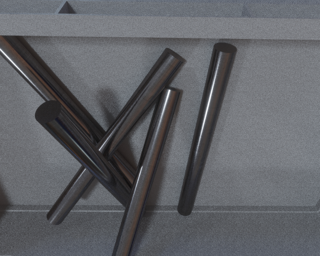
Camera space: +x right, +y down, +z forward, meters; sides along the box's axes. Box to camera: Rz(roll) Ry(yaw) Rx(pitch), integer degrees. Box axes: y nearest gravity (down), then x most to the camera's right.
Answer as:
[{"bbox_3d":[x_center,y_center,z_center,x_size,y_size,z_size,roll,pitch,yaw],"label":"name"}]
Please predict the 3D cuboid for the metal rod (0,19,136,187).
[{"bbox_3d":[-0.107,-0.011,0.398,0.025,0.025,0.300,-23,127,18],"label":"metal rod"}]

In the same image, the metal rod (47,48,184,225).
[{"bbox_3d":[-0.070,0.026,0.400,0.025,0.025,0.299,29,115,-22],"label":"metal rod"}]

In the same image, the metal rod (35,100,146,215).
[{"bbox_3d":[-0.067,0.062,0.399,0.025,0.025,0.299,-10,147,8],"label":"metal rod"}]

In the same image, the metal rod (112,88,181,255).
[{"bbox_3d":[-0.028,0.092,0.407,0.025,0.025,0.298,14,104,-12],"label":"metal rod"}]

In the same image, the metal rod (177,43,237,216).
[{"bbox_3d":[0.056,0.026,0.431,0.025,0.025,0.298,4,130,-4],"label":"metal rod"}]
